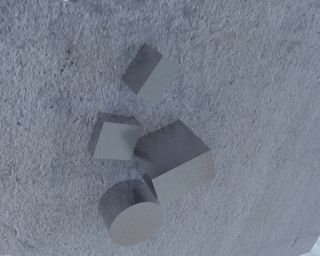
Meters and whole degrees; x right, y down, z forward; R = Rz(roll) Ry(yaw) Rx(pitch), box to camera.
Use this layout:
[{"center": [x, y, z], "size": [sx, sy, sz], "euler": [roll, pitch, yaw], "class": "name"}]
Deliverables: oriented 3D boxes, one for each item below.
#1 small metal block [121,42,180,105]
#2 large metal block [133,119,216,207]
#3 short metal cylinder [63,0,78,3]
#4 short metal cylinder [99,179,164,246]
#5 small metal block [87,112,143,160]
[{"center": [-0.012, -0.062, 0.347], "size": [0.025, 0.050, 0.050], "euler": [27, 104, -38], "class": "small metal block"}, {"center": [0.014, 0.043, 0.407], "size": [0.081, 0.080, 0.050], "euler": [-25, 128, -13], "class": "large metal block"}, {"center": [-0.096, -0.136, 0.235], "size": [0.081, 0.080, 0.050], "euler": [9, 114, -33], "class": "short metal cylinder"}, {"center": [-0.041, 0.121, 0.445], "size": [0.081, 0.050, 0.079], "euler": [-14, 125, -21], "class": "short metal cylinder"}, {"center": [-0.056, 0.011, 0.384], "size": [0.050, 0.025, 0.050], "euler": [8, 115, -32], "class": "small metal block"}]
